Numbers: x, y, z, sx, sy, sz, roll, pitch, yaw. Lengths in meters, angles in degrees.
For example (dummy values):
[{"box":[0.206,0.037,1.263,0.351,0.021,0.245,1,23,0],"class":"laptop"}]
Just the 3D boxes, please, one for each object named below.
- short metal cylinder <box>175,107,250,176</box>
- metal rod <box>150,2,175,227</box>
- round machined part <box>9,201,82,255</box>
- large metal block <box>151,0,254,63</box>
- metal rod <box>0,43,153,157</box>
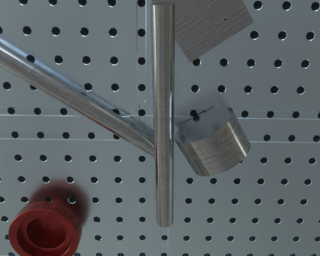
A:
[{"box":[0.066,0.016,0.391,0.080,0.080,0.050,-28,108,9],"class":"short metal cylinder"},{"box":[0.005,0.006,0.382,0.025,0.025,0.298,-1,119,0],"class":"metal rod"},{"box":[-0.164,0.149,0.457,0.099,0.042,0.097,0,110,-1],"class":"round machined part"},{"box":[0.045,-0.133,0.352,0.080,0.050,0.080,-31,108,10],"class":"large metal block"},{"box":[-0.123,-0.045,0.395,0.301,0.025,0.025,32,107,-12],"class":"metal rod"}]
